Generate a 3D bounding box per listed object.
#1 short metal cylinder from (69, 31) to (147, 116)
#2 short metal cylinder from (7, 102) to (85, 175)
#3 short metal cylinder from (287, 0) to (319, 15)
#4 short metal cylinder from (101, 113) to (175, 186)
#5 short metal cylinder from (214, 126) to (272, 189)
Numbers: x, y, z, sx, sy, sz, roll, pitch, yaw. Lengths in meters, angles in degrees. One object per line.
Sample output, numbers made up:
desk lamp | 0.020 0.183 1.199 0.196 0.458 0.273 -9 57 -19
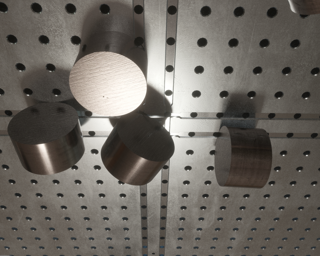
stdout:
short metal cylinder | -0.054 -0.060 0.344 0.081 0.050 0.079 0 130 0
short metal cylinder | -0.138 0.011 0.383 0.081 0.080 0.050 -1 130 0
short metal cylinder | 0.140 -0.141 0.257 0.080 0.080 0.050 -28 125 21
short metal cylinder | -0.029 0.026 0.398 0.080 0.080 0.050 23 126 -19
short metal cylinder | 0.107 0.039 0.410 0.050 0.080 0.079 4 130 -4
